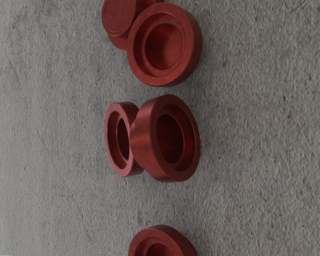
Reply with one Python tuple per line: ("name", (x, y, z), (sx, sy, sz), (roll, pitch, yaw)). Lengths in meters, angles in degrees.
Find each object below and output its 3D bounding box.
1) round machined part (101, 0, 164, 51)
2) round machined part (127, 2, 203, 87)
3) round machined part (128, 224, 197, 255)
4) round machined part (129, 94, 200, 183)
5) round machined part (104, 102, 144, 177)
("round machined part", (-0.043, -0.157, 0.430), (0.098, 0.042, 0.097), (0, 90, 40))
("round machined part", (0.009, -0.099, 0.382), (0.098, 0.042, 0.097), (3, 95, 35))
("round machined part", (0.009, 0.170, 0.387), (0.098, 0.042, 0.097), (0, 90, 40))
("round machined part", (0.003, 0.014, 0.353), (0.042, 0.099, 0.097), (-13, 82, 36))
("round machined part", (-0.037, 0.013, 0.410), (0.098, 0.042, 0.097), (21, 114, 58))
